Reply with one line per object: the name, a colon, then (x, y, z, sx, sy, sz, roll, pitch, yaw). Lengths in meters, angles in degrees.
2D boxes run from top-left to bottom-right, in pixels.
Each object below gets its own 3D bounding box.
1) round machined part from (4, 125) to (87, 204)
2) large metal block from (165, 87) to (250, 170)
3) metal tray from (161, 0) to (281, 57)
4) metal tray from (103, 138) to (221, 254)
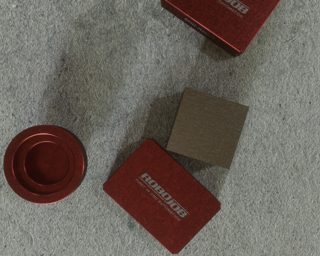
round machined part: (-0.142, 0.045, 0.400, 0.099, 0.042, 0.097, 0, 90, -1)
large metal block: (0.058, 0.000, 0.398, 0.080, 0.050, 0.080, 18, 90, -1)
metal tray: (0.078, -0.168, 0.408, 0.130, 0.030, 0.090, 35, 90, -1)
metal tray: (0.003, 0.087, 0.408, 0.130, 0.030, 0.090, 43, 90, -1)
